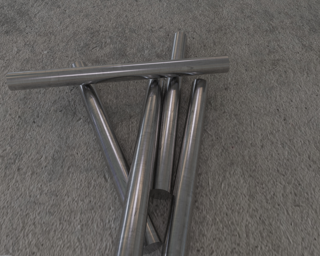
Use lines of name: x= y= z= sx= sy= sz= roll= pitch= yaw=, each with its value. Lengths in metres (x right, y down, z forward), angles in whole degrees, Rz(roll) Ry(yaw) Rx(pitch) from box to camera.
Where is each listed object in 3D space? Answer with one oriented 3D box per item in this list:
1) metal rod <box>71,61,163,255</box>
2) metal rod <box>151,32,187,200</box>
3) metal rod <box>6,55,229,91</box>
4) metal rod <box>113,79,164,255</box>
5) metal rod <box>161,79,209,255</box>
metal rod: x=-0.067 y=0.012 z=0.392 sx=0.025 sy=0.025 sz=0.300 roll=-18 pitch=52 yaw=-15
metal rod: x=0.017 y=-0.041 z=0.437 sx=0.025 sy=0.025 sz=0.300 roll=5 pitch=50 yaw=4
metal rod: x=-0.053 y=-0.078 z=0.433 sx=0.302 sy=0.025 sz=0.025 roll=-6 pitch=50 yaw=-5
metal rod: x=-0.019 y=0.036 z=0.347 sx=0.025 sy=0.025 sz=0.300 roll=4 pitch=42 yaw=3
metal rod: x=0.032 y=0.050 z=0.361 sx=0.025 sy=0.025 sz=0.300 roll=8 pitch=50 yaw=7
